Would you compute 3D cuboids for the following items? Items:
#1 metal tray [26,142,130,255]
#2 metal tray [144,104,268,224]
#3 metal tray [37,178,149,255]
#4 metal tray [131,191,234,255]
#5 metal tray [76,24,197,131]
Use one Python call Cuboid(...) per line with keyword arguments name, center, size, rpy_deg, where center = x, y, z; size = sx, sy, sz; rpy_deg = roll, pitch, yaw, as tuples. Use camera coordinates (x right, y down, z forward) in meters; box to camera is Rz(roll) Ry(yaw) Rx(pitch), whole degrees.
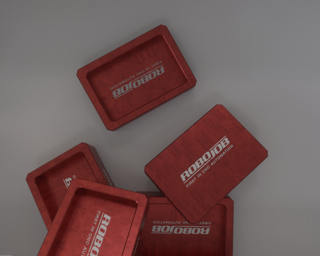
Cuboid(name="metal tray", center=(-0.100, 0.095, 0.390), size=(0.090, 0.030, 0.130), rpy_deg=(-31, 74, 0))
Cuboid(name="metal tray", center=(0.057, 0.044, 0.390), size=(0.130, 0.030, 0.090), rpy_deg=(-40, 79, -10))
Cuboid(name="metal tray", center=(-0.072, 0.125, 0.323), size=(0.090, 0.030, 0.130), rpy_deg=(12, 56, 7))
Cuboid(name="metal tray", center=(0.028, 0.132, 0.408), size=(0.131, 0.030, 0.089), rpy_deg=(1, 90, 0))
Cuboid(name="metal tray", center=(-0.030, -0.064, 0.408), size=(0.130, 0.030, 0.090), rpy_deg=(-29, 90, 0))
